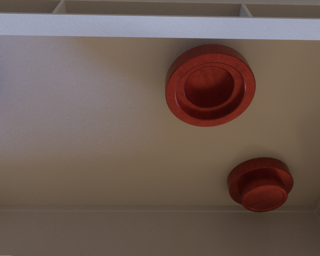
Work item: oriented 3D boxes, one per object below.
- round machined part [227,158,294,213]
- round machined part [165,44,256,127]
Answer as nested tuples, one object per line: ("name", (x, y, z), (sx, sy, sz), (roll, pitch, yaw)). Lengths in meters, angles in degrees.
("round machined part", (0.157, 0.094, 0.481), (0.099, 0.042, 0.097), (-1, 130, 0))
("round machined part", (0.055, -0.051, 0.355), (0.099, 0.042, 0.097), (-1, 130, 0))
